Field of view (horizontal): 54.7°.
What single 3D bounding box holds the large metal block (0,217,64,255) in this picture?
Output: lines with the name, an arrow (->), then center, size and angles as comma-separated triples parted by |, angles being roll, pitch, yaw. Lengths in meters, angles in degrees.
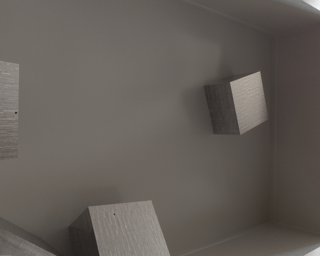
large metal block -> -0.132, 0.111, 0.260 | 0.080, 0.080, 0.050 | 45, 63, -31

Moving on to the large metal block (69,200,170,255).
large metal block -> -0.042, 0.128, 0.331 | 0.081, 0.050, 0.080 | 6, 50, -40

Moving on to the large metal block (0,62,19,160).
large metal block -> -0.163, -0.014, 0.242 | 0.080, 0.050, 0.080 | 1, 90, -54

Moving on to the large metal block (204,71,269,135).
large metal block -> 0.123, -0.040, 0.493 | 0.081, 0.050, 0.080 | -23, 105, -38
